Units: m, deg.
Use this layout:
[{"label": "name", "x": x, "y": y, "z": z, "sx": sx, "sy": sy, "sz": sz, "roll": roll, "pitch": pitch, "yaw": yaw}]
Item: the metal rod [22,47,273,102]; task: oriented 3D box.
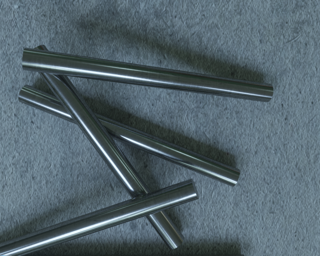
[{"label": "metal rod", "x": -0.003, "y": -0.061, "z": 0.376, "sx": 0.302, "sy": 0.025, "sz": 0.025, "roll": 6, "pitch": 90, "yaw": -14}]

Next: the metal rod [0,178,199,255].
[{"label": "metal rod", "x": -0.098, "y": 0.122, "z": 0.386, "sx": 0.301, "sy": 0.025, "sz": 0.025, "roll": -20, "pitch": 90, "yaw": 9}]

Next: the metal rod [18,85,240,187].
[{"label": "metal rod", "x": -0.039, "y": 0.010, "z": 0.409, "sx": 0.301, "sy": 0.025, "sz": 0.025, "roll": 22, "pitch": 90, "yaw": 0}]

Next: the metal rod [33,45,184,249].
[{"label": "metal rod", "x": -0.063, "y": 0.030, "z": 0.389, "sx": 0.025, "sy": 0.025, "sz": 0.299, "roll": -35, "pitch": 98, "yaw": 0}]
